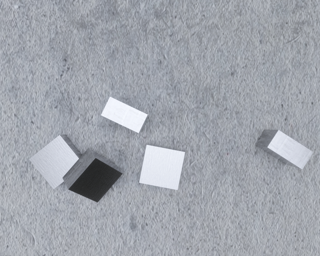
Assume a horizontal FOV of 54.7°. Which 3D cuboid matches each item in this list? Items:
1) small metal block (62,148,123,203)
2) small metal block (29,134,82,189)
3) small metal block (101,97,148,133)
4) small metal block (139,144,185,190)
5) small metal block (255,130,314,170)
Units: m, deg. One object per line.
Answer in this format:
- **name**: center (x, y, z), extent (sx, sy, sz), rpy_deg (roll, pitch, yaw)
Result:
- **small metal block**: center (-0.085, 0.061, 0.396), extent (0.050, 0.025, 0.050), rpy_deg (-49, 132, 0)
- **small metal block**: center (-0.132, 0.044, 0.409), extent (0.050, 0.025, 0.050), rpy_deg (-39, 90, 0)
- **small metal block**: center (-0.043, -0.016, 0.397), extent (0.050, 0.050, 0.025), rpy_deg (26, 90, 0)
- **small metal block**: center (0.003, 0.051, 0.410), extent (0.050, 0.025, 0.050), rpy_deg (11, 90, 0)
- **small metal block**: center (0.158, 0.026, 0.399), extent (0.050, 0.050, 0.025), rpy_deg (33, 90, 0)
